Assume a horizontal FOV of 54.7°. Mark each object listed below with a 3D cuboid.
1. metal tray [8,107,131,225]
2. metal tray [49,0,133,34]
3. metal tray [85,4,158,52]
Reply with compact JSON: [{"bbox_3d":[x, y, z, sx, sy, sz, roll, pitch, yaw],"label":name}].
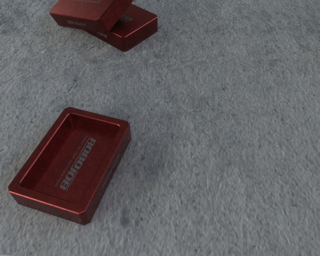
[{"bbox_3d":[-0.099,0.038,0.366,0.090,0.030,0.130,14,51,11],"label":"metal tray"},{"bbox_3d":[-0.121,-0.216,0.546,0.130,0.030,0.090,19,68,32],"label":"metal tray"},{"bbox_3d":[-0.080,-0.195,0.563,0.130,0.030,0.090,33,57,24],"label":"metal tray"}]
